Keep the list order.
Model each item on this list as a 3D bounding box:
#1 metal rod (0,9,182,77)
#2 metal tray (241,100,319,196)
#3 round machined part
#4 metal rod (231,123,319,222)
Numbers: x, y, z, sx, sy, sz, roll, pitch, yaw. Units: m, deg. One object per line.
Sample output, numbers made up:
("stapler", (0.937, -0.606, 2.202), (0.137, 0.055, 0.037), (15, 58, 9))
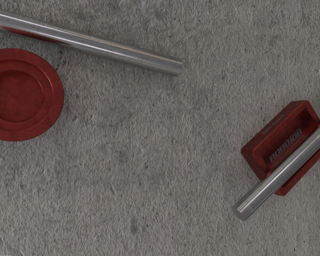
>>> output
("metal rod", (-0.115, -0.107, 0.366), (0.302, 0.025, 0.025), (11, 87, -20))
("metal tray", (0.199, 0.029, 0.480), (0.130, 0.030, 0.090), (-40, 103, -16))
("round machined part", (-0.158, -0.035, 0.342), (0.099, 0.042, 0.097), (0, 90, -20))
("metal rod", (0.219, 0.027, 0.457), (0.301, 0.025, 0.025), (-38, 102, -16))
